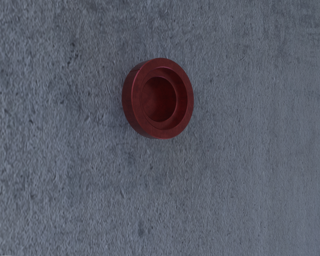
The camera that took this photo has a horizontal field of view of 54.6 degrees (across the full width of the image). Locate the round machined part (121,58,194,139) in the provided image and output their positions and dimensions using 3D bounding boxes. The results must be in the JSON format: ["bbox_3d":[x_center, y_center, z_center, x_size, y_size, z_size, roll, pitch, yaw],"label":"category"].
[{"bbox_3d":[-0.007,-0.035,0.387,0.099,0.042,0.097,0,90,-40],"label":"round machined part"}]
